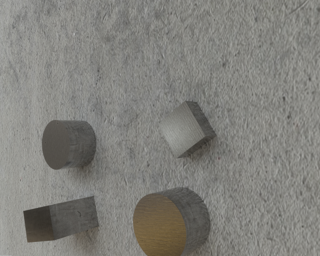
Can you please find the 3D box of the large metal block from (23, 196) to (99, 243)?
[{"bbox_3d":[-0.160,0.147,0.501,0.080,0.081,0.050,-20,78,38],"label":"large metal block"}]

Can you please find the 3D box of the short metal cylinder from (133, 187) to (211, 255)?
[{"bbox_3d":[0.014,0.116,0.378,0.080,0.050,0.080,0,90,40],"label":"short metal cylinder"}]

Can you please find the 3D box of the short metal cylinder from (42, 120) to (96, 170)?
[{"bbox_3d":[-0.151,0.027,0.514,0.080,0.050,0.080,0,90,40],"label":"short metal cylinder"}]

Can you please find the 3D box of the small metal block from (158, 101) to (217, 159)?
[{"bbox_3d":[0.032,0.002,0.378,0.050,0.025,0.050,-41,65,32],"label":"small metal block"}]
